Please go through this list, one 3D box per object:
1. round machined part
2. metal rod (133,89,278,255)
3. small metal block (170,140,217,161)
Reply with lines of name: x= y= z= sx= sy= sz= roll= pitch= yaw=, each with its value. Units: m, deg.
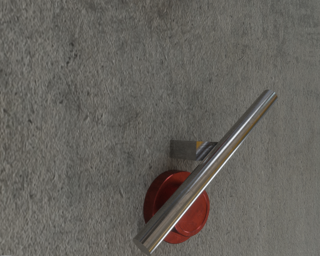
round machined part: x=0.029 y=0.107 z=0.419 sx=0.099 sy=0.042 sz=0.097 roll=0 pitch=90 yaw=-40
metal rod: x=0.076 y=0.038 z=0.402 sx=0.302 sy=0.025 sz=0.025 roll=-43 pitch=116 yaw=-31
small metal block: x=0.049 y=0.031 z=0.430 sx=0.050 sy=0.050 sz=0.025 roll=4 pitch=88 yaw=-40
